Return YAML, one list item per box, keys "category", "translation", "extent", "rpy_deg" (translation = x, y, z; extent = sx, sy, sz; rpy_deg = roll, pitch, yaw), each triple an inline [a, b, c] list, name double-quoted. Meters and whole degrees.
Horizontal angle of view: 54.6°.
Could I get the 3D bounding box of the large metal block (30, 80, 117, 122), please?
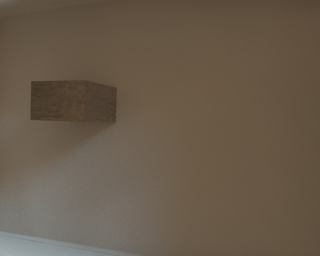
- category: "large metal block"
  translation: [-0.114, -0.034, 0.422]
  extent: [0.080, 0.080, 0.050]
  rpy_deg: [2, 91, 20]
